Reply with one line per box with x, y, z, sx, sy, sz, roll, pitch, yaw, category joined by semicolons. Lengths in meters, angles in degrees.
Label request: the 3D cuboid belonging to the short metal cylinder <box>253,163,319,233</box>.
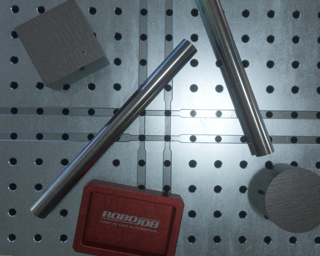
0.169;0.089;0.403;0.081;0.050;0.079;0;90;-1;short metal cylinder

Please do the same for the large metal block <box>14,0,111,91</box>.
-0.122;-0.104;0.399;0.080;0.050;0.080;-28;90;0;large metal block

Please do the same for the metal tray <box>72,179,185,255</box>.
-0.040;0.125;0.410;0.131;0.030;0.089;11;90;-1;metal tray

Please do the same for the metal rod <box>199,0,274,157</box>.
0.089;-0.106;0.414;0.025;0.025;0.299;-20;90;0;metal rod

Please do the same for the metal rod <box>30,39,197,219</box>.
-0.061;0.001;0.412;0.025;0.025;0.300;42;90;-1;metal rod
